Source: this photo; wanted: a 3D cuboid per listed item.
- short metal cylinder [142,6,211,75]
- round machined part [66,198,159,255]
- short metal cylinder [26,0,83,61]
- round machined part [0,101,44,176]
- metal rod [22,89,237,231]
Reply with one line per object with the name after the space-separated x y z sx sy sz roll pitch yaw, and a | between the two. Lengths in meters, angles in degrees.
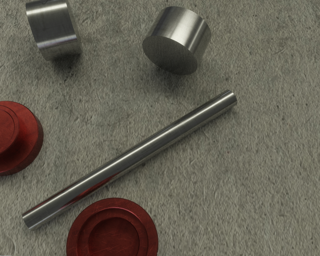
0.023 -0.117 0.422 0.080 0.080 0.050 23 72 8 | short metal cylinder
-0.051 0.131 0.351 0.099 0.042 0.098 0 70 -1 | round machined part
-0.143 -0.138 0.428 0.050 0.080 0.080 -16 71 -6 | short metal cylinder
-0.205 0.009 0.393 0.099 0.042 0.098 0 70 -1 | round machined part
-0.029 0.034 0.395 0.301 0.025 0.025 -31 73 -11 | metal rod
